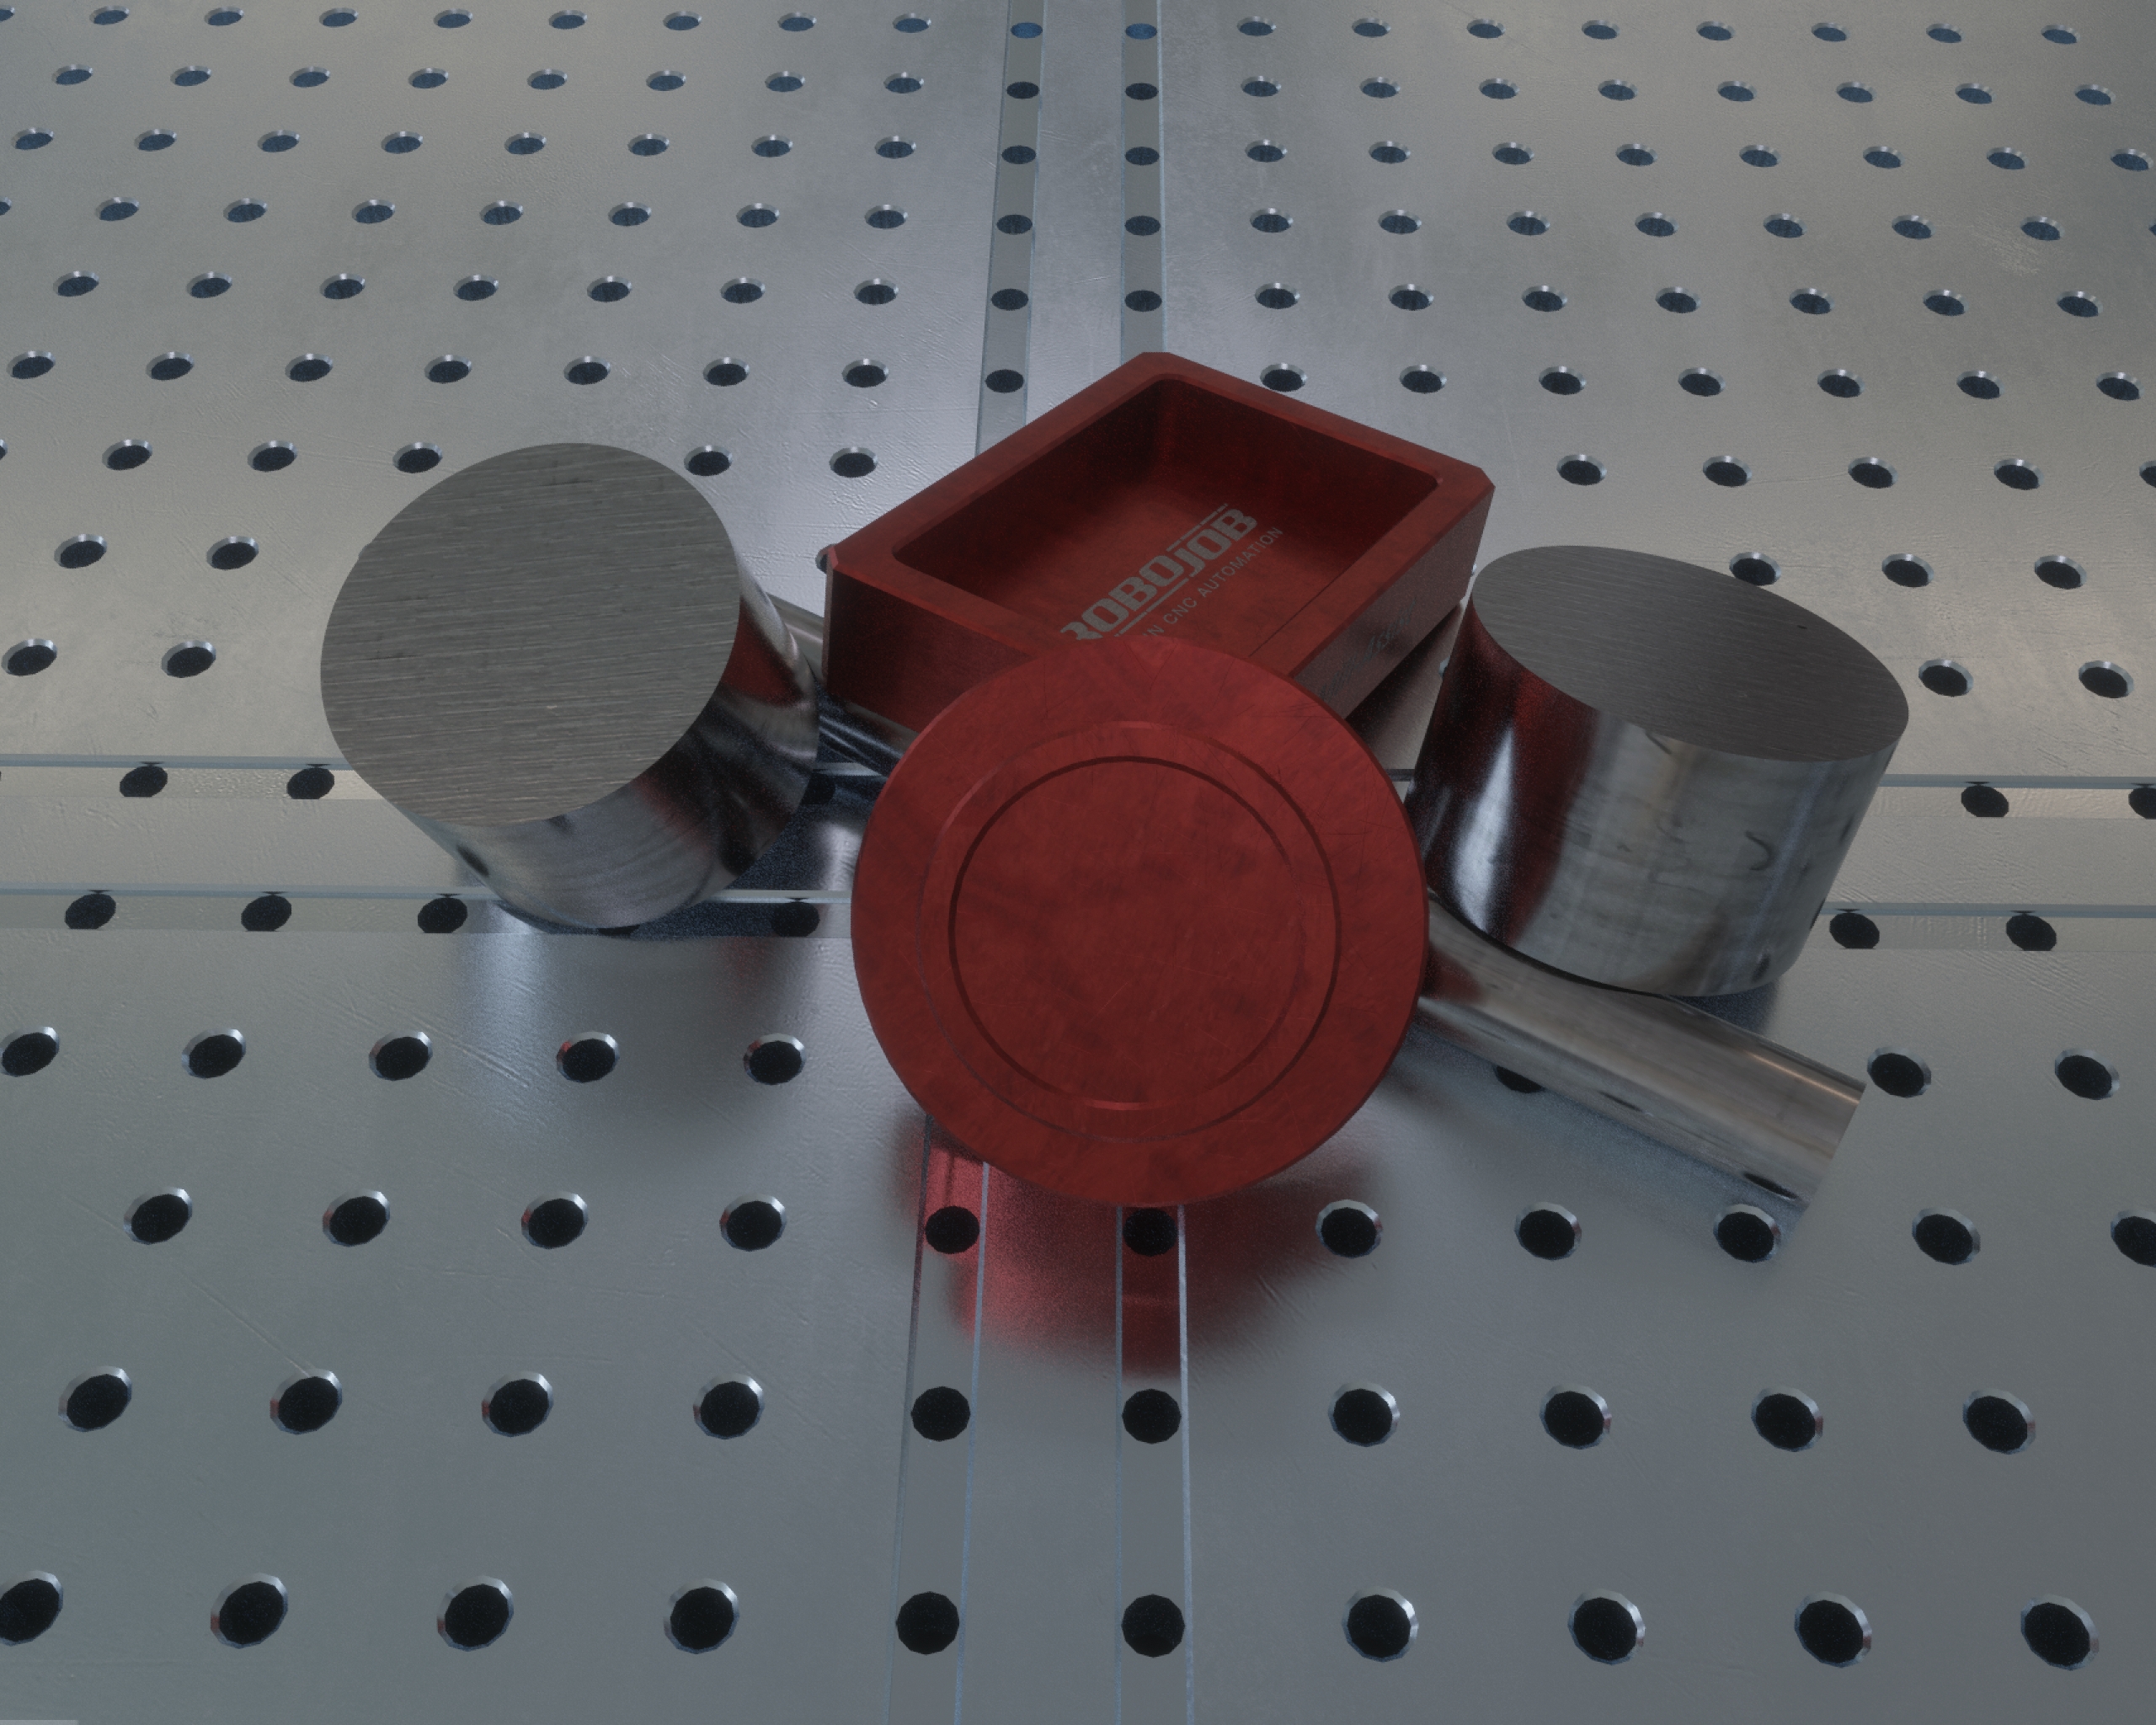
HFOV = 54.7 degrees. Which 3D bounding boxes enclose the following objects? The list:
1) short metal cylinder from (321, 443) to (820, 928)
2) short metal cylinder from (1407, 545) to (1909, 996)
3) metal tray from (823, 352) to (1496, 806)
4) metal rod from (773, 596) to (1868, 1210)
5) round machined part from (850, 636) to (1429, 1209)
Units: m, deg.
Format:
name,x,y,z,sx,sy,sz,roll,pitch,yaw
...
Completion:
name,x,y,z,sx,sy,sz,roll,pitch,yaw
short metal cylinder,-0.096,-0.033,0.403,0.080,0.050,0.080,-4,66,9
short metal cylinder,0.106,-0.019,0.392,0.081,0.050,0.080,9,33,-6
metal tray,0.020,-0.060,0.436,0.090,0.030,0.131,26,41,20
metal rod,0.005,-0.010,0.416,0.301,0.025,0.025,25,55,20
round machined part,0.010,0.010,0.353,0.099,0.042,0.097,0,92,5
